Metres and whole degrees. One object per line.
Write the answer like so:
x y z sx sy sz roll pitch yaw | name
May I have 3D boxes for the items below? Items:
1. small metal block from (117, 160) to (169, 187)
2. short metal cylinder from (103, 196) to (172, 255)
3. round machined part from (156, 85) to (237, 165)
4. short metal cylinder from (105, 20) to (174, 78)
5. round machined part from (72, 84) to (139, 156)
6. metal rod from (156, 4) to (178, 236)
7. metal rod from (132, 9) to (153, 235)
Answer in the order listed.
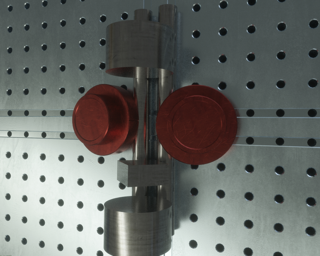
-0.022 0.055 0.382 0.050 0.050 0.025 1 90 -22 | small metal block
-0.026 0.115 0.370 0.080 0.080 0.050 1 91 20 | short metal cylinder
0.044 -0.004 0.374 0.099 0.042 0.097 0 90 5 | round machined part
-0.024 -0.090 0.368 0.080 0.080 0.050 1 91 20 | short metal cylinder
-0.080 -0.011 0.418 0.098 0.042 0.097 0 90 34 | round machined part
0.009 -0.009 0.409 0.025 0.025 0.298 1 90 20 | metal rod
-0.025 -0.008 0.420 0.025 0.025 0.298 1 90 20 | metal rod
